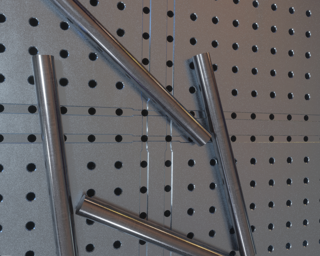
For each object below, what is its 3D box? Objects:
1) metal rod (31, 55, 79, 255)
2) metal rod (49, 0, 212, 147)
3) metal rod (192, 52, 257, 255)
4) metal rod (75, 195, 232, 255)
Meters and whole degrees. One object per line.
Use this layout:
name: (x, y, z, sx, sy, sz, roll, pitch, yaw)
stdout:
metal rod: (-0.120, 0.065, 0.368, 0.025, 0.025, 0.298, -7, 93, -20)
metal rod: (-0.042, -0.083, 0.396, 0.300, 0.025, 0.025, 44, 77, -15)
metal rod: (0.094, 0.042, 0.446, 0.025, 0.025, 0.299, -16, 96, -19)
metal rod: (0.030, 0.160, 0.423, 0.301, 0.025, 0.025, 28, 81, -18)
